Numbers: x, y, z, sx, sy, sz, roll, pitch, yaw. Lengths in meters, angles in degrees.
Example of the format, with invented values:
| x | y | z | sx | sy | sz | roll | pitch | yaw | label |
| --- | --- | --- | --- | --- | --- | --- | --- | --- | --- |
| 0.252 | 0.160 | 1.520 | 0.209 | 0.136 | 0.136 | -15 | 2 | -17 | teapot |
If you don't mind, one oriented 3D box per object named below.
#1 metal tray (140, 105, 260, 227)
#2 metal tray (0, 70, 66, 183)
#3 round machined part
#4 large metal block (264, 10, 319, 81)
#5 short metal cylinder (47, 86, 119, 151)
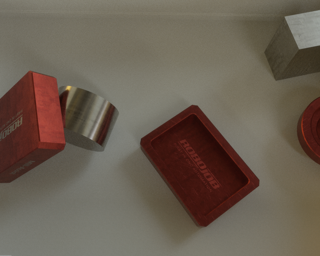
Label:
| x | y | z | sx | sy | sz | roll | pitch | yaw | label |
| --- | --- | --- | --- | --- | --- | --- | --- | --- | --- |
| 0.047 | 0.046 | 0.390 | 0.090 | 0.030 | 0.130 | -34 | 74 | -12 | metal tray |
| -0.165 | 0.004 | 0.362 | 0.130 | 0.030 | 0.090 | -28 | 66 | 33 | metal tray |
| 0.227 | 0.008 | 0.397 | 0.099 | 0.042 | 0.098 | -2 | 70 | 6 | round machined part |
| 0.202 | -0.113 | 0.424 | 0.081 | 0.080 | 0.050 | -12 | 71 | -5 | large metal block |
| -0.098 | -0.009 | 0.383 | 0.080 | 0.080 | 0.050 | 17 | 71 | 6 | short metal cylinder |
